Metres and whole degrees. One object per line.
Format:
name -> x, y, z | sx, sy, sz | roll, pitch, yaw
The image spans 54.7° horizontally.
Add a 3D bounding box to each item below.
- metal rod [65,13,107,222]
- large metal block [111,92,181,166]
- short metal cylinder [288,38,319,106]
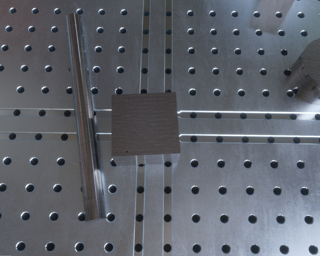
metal rod -> -0.104, -0.028, 0.420 | 0.025, 0.025, 0.299 | -10, 70, -4
large metal block -> -0.018, 0.002, 0.397 | 0.081, 0.050, 0.080 | -3, 70, -2
short metal cylinder -> 0.228, -0.078, 0.430 | 0.081, 0.050, 0.080 | 0, 70, 0
